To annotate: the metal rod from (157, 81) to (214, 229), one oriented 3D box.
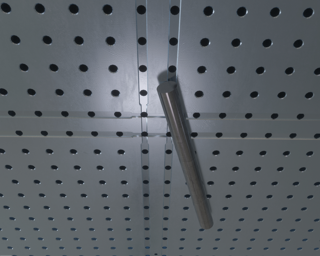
[{"bbox_3d":[0.046,0.061,0.463,0.025,0.025,0.299,-11,130,9],"label":"metal rod"}]
